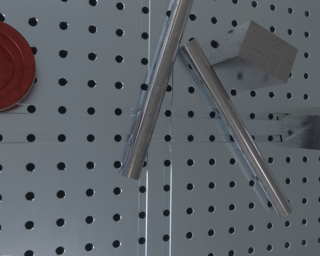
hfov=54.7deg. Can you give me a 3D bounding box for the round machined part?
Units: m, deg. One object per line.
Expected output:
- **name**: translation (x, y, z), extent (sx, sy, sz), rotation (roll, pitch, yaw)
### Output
- **round machined part**: translation (-0.187, -0.065, 0.335), extent (0.099, 0.042, 0.097), rotation (0, 90, -20)

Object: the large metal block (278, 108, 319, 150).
- **large metal block**: translation (0.245, -0.002, 0.474), extent (0.081, 0.080, 0.050), rotation (-13, 95, -20)

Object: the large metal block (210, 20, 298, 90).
- **large metal block**: translation (0.125, -0.096, 0.430), extent (0.080, 0.080, 0.050), rotation (24, 82, -19)

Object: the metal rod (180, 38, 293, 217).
- **metal rod**: translation (0.117, 0.006, 0.455), extent (0.025, 0.025, 0.299), rotation (-36, 102, -16)

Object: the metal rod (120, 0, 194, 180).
- **metal rod**: translation (0.004, -0.079, 0.414), extent (0.025, 0.025, 0.299), rotation (19, 84, -19)
